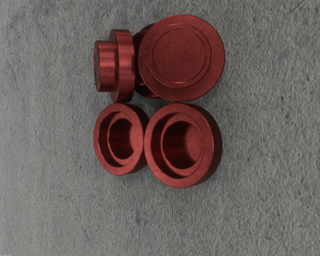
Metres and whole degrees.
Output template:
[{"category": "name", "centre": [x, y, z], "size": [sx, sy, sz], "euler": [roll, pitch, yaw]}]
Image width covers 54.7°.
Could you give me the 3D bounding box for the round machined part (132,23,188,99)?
[{"category": "round machined part", "centre": [-0.010, -0.088, 0.401], "size": [0.098, 0.042, 0.097], "euler": [0, 90, 39]}]

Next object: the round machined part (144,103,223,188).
[{"category": "round machined part", "centre": [0.031, 0.020, 0.368], "size": [0.098, 0.042, 0.097], "euler": [0, 90, 39]}]

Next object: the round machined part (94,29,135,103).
[{"category": "round machined part", "centre": [-0.064, -0.082, 0.415], "size": [0.098, 0.042, 0.097], "euler": [177, 89, -73]}]

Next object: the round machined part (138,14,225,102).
[{"category": "round machined part", "centre": [0.023, -0.078, 0.346], "size": [0.099, 0.042, 0.097], "euler": [1, 95, 8]}]

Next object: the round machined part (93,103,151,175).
[{"category": "round machined part", "centre": [-0.045, 0.015, 0.430], "size": [0.098, 0.042, 0.097], "euler": [0, 90, 39]}]
